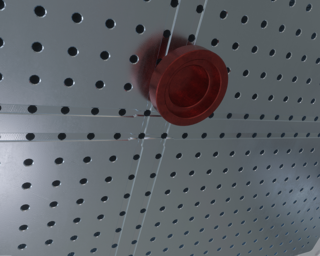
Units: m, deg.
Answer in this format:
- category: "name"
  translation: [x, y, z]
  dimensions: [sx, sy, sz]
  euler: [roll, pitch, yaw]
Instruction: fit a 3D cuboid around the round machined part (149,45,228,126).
- category: "round machined part"
  translation: [0.032, -0.055, 0.384]
  dimensions: [0.099, 0.042, 0.097]
  euler: [-14, 124, -21]
